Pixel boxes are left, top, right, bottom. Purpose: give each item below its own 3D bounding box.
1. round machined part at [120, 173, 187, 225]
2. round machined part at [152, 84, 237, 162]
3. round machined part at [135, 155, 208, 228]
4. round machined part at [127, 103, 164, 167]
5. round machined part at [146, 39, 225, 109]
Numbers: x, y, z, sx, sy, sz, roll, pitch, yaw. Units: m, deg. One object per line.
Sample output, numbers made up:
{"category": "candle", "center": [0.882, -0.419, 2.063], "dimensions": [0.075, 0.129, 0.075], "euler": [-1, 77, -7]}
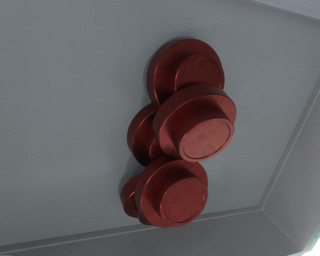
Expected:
{"category": "round machined part", "center": [-0.003, 0.101, 0.439], "dimensions": [0.099, 0.042, 0.097], "euler": [-15, 139, -13]}
{"category": "round machined part", "center": [0.044, 0.001, 0.354], "dimensions": [0.099, 0.042, 0.097], "euler": [-15, 137, -15]}
{"category": "round machined part", "center": [0.021, 0.084, 0.393], "dimensions": [0.099, 0.042, 0.097], "euler": [-10, 112, -26]}
{"category": "round machined part", "center": [0.010, 0.015, 0.410], "dimensions": [0.099, 0.042, 0.097], "euler": [-14, 123, -21]}
{"category": "round machined part", "center": [0.037, -0.056, 0.367], "dimensions": [0.099, 0.042, 0.097], "euler": [-7, 106, -27]}
